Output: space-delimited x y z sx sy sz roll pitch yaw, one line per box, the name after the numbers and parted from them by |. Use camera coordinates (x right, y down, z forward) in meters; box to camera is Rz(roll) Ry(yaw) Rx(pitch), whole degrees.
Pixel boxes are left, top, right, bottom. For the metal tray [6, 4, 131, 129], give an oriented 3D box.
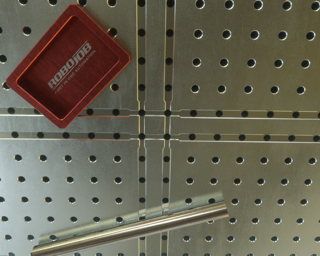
-0.110 -0.073 0.382 0.130 0.030 0.090 -43 105 14 | metal tray

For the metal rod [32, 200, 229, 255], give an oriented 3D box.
-0.047 0.157 0.470 0.301 0.025 0.025 -15 110 5 | metal rod
